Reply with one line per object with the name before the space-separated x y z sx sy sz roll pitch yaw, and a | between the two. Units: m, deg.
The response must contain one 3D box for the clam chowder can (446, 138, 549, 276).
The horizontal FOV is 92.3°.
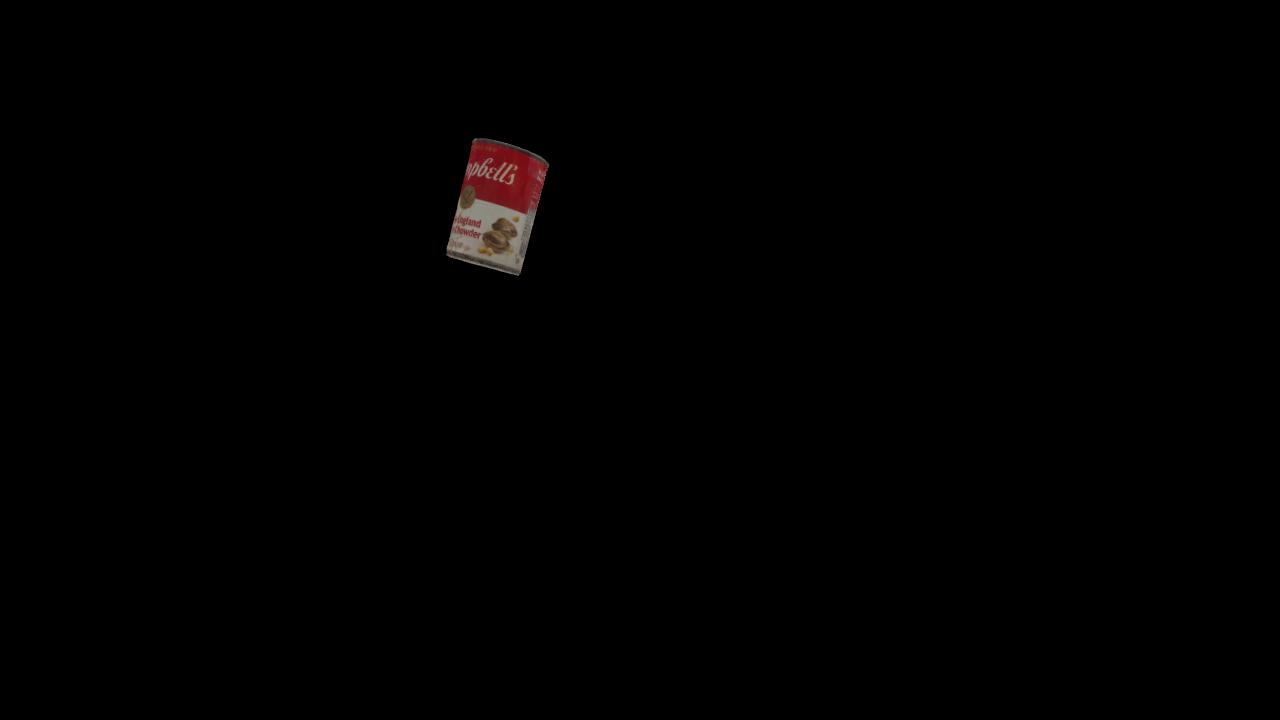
clam chowder can | -0.125 -0.131 0.538 0.068 0.102 0.068 15 4 -1
